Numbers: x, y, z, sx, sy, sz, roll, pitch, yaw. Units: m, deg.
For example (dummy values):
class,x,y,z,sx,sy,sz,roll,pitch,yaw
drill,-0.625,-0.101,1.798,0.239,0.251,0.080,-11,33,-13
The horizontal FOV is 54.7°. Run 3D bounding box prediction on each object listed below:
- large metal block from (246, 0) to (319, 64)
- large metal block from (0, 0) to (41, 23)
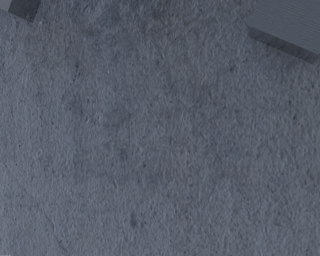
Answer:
class,x,y,z,sx,sy,sz,roll,pitch,yaw
large metal block,0.154,-0.128,0.342,0.080,0.050,0.080,30,100,17
large metal block,-0.228,-0.220,0.474,0.080,0.050,0.080,27,99,17
